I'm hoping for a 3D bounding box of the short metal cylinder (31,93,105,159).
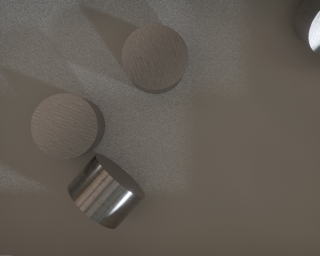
[{"bbox_3d":[-0.115,-0.002,0.398,0.081,0.050,0.080,0,90,0],"label":"short metal cylinder"}]

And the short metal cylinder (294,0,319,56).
[{"bbox_3d":[0.215,-0.133,0.381,0.081,0.050,0.079,-1,128,-1],"label":"short metal cylinder"}]

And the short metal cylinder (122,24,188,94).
[{"bbox_3d":[-0.006,-0.086,0.399,0.081,0.050,0.080,0,90,0],"label":"short metal cylinder"}]

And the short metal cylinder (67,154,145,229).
[{"bbox_3d":[-0.065,0.077,0.383,0.080,0.080,0.050,42,90,0],"label":"short metal cylinder"}]
